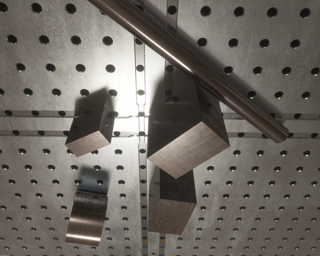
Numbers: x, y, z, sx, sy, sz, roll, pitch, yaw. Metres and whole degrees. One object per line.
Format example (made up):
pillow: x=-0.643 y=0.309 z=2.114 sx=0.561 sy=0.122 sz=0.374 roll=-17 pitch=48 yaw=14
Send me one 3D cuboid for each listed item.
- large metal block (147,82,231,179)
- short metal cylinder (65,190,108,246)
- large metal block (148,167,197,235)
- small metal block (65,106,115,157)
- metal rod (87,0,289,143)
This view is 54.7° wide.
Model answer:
large metal block: x=0.031 y=0.002 z=0.378 sx=0.080 sy=0.080 sz=0.050 roll=-36 pitch=122 yaw=26
short metal cylinder: x=-0.117 y=0.144 z=0.497 sx=0.050 sy=0.080 sz=0.079 roll=12 pitch=129 yaw=-11
large metal block: x=0.015 y=0.100 z=0.461 sx=0.050 sy=0.080 sz=0.079 roll=10 pitch=130 yaw=-9
small metal block: x=-0.089 y=0.004 z=0.398 sx=0.050 sy=0.050 sz=0.025 roll=-22 pitch=127 yaw=17
metal rod: x=0.049 y=-0.063 z=0.359 sx=0.301 sy=0.025 sz=0.025 roll=32 pitch=123 yaw=-25
